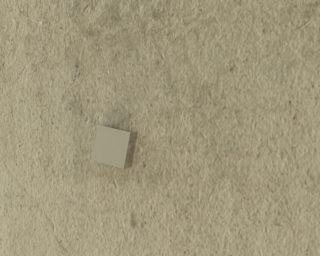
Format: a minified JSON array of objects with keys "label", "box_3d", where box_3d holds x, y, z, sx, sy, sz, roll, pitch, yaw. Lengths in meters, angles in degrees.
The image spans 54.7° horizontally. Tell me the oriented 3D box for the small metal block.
[{"label":"small metal block","box_3d":[-0.063,0.025,0.430,0.050,0.025,0.050,12,94,19]}]
